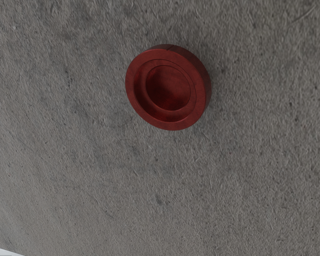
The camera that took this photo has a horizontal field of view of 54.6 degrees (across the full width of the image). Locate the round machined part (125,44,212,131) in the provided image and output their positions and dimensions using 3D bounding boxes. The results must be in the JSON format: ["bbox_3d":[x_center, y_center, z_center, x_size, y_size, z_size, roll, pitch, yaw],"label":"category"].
[{"bbox_3d":[0.013,-0.049,0.359,0.098,0.042,0.097,13,124,21],"label":"round machined part"}]
